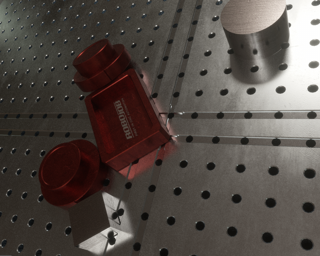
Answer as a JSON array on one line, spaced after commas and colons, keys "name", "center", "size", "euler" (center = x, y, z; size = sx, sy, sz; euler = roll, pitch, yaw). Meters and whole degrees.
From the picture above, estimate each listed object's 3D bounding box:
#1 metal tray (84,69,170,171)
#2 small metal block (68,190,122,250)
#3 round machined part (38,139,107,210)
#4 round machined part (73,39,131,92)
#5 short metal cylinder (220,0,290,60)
[{"name": "metal tray", "center": [-0.051, -0.016, 0.439], "size": [0.090, 0.030, 0.130], "euler": [-31, 52, 7]}, {"name": "small metal block", "center": [-0.081, 0.113, 0.380], "size": [0.050, 0.025, 0.050], "euler": [-31, 52, 8]}, {"name": "round machined part", "center": [-0.125, 0.059, 0.425], "size": [0.098, 0.042, 0.098], "euler": [-13, 56, 20]}, {"name": "round machined part", "center": [-0.098, -0.105, 0.492], "size": [0.098, 0.042, 0.098], "euler": [-24, 34, 18]}, {"name": "short metal cylinder", "center": [0.126, -0.137, 0.410], "size": [0.080, 0.050, 0.080], "euler": [-13, 57, 21]}]
